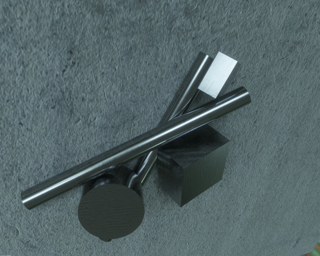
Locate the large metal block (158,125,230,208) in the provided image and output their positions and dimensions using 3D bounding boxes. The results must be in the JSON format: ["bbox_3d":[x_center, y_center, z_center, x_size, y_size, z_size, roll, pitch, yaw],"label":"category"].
[{"bbox_3d":[0.045,0.049,0.428,0.081,0.050,0.079,-27,138,-27],"label":"large metal block"}]

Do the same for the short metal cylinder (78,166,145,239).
[{"bbox_3d":[-0.062,0.094,0.400,0.081,0.050,0.079,-2,110,-6],"label":"short metal cylinder"}]

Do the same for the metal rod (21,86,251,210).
[{"bbox_3d":[-0.026,0.023,0.386,0.301,0.025,0.025,-26,128,-4],"label":"metal rod"}]

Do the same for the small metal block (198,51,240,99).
[{"bbox_3d":[0.077,-0.066,0.393,0.050,0.025,0.050,-61,167,15],"label":"small metal block"}]

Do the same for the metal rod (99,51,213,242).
[{"bbox_3d":[-0.011,0.036,0.424,0.025,0.025,0.298,19,109,-36],"label":"metal rod"}]
